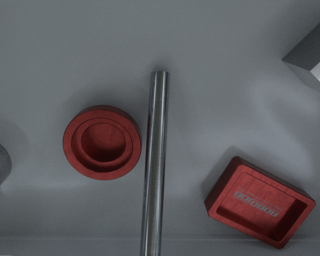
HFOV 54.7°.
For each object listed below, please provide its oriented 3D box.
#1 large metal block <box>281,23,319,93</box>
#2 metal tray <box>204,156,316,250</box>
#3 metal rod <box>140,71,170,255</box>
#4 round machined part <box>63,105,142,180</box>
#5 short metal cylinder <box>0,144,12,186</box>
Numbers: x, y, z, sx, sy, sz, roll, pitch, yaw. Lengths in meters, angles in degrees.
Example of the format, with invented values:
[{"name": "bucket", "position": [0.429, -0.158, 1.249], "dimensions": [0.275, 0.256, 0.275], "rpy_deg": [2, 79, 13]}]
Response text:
[{"name": "large metal block", "position": [0.200, -0.085, 0.354], "dimensions": [0.050, 0.080, 0.080], "rpy_deg": [40, 105, -14]}, {"name": "metal tray", "position": [0.142, 0.109, 0.446], "dimensions": [0.131, 0.030, 0.090], "rpy_deg": [28, 103, -10]}, {"name": "metal rod", "position": [-0.008, 0.080, 0.374], "dimensions": [0.025, 0.025, 0.298], "rpy_deg": [3, 85, -2]}, {"name": "round machined part", "position": [-0.072, 0.016, 0.407], "dimensions": [0.099, 0.042, 0.097], "rpy_deg": [0, 110, -1]}, {"name": "short metal cylinder", "position": [-0.251, 0.056, 0.415], "dimensions": [0.081, 0.050, 0.079], "rpy_deg": [0, 110, -1]}]
